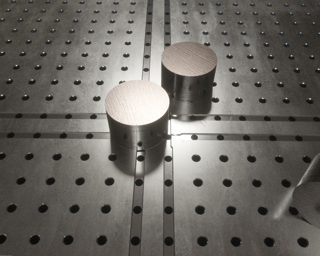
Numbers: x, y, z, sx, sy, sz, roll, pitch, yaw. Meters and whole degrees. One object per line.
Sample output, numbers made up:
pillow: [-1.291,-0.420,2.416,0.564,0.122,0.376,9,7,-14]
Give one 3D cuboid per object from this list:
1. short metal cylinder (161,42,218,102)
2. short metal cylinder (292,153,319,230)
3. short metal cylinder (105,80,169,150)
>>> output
short metal cylinder: [0.042,-0.085,0.463,0.081,0.050,0.080,0,50,0]
short metal cylinder: [0.186,0.068,0.317,0.080,0.080,0.050,32,57,24]
short metal cylinder: [-0.029,-0.018,0.406,0.081,0.050,0.080,0,50,0]
